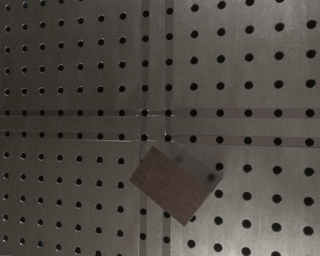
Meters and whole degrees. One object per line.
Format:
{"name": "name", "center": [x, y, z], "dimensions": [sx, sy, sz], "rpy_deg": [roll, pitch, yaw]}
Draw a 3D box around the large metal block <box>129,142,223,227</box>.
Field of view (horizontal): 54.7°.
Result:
{"name": "large metal block", "center": [0.023, 0.062, 0.375], "dimensions": [0.080, 0.080, 0.050], "rpy_deg": [37, 102, 16]}
